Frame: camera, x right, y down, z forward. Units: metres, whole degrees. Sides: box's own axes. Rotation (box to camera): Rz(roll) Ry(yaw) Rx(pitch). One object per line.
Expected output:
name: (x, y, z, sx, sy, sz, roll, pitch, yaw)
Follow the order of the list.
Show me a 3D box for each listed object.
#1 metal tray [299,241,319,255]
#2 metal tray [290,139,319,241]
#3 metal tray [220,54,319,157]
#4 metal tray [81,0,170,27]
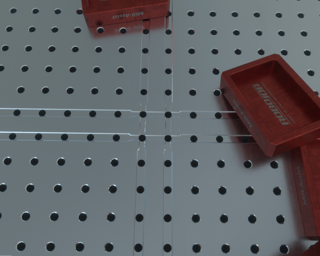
metal tray: (0.155, 0.193, 0.324, 0.131, 0.030, 0.090, -31, 94, -11)
metal tray: (0.221, 0.070, 0.386, 0.091, 0.030, 0.130, -2, 70, -1)
metal tray: (0.148, -0.035, 0.405, 0.091, 0.030, 0.130, -20, 56, -8)
metal tray: (-0.057, -0.213, 0.485, 0.131, 0.030, 0.090, -10, 70, -4)
